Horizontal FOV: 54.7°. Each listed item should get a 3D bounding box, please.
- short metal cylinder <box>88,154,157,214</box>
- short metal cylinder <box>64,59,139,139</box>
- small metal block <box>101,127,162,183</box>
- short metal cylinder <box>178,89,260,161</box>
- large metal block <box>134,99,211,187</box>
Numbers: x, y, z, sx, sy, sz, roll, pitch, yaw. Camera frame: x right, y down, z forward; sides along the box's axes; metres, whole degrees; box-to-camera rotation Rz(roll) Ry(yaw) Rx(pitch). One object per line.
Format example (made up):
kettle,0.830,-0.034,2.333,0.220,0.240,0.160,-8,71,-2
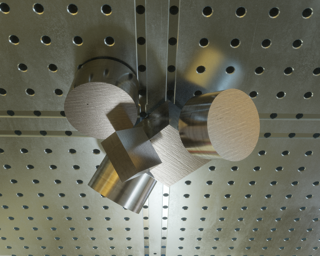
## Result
short metal cylinder,-0.051,0.076,0.427,0.080,0.050,0.080,29,168,7
short metal cylinder,-0.065,-0.033,0.362,0.081,0.050,0.079,0,130,0
small metal block,-0.031,0.028,0.349,0.025,0.050,0.050,-36,78,28
short metal cylinder,0.069,-0.003,0.360,0.080,0.080,0.050,36,160,-26
large metal block,0.011,0.023,0.407,0.080,0.050,0.080,37,121,-27
